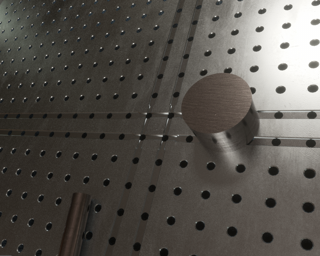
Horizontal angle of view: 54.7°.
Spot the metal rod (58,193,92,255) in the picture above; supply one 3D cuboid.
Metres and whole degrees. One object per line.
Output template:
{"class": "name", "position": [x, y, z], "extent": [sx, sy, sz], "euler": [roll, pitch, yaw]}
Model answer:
{"class": "metal rod", "position": [-0.117, 0.219, 0.333], "extent": [0.025, 0.025, 0.299], "euler": [-7, 58, 24]}

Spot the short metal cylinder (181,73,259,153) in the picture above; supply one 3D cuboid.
{"class": "short metal cylinder", "position": [0.072, -0.018, 0.365], "extent": [0.080, 0.050, 0.080], "euler": [-13, 56, 21]}
